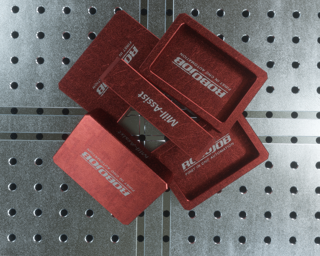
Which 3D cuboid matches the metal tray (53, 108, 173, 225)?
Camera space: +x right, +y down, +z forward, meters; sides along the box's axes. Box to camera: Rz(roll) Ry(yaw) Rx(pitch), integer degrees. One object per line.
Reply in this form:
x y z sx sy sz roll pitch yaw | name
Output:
-0.060 0.050 0.391 0.130 0.030 0.090 42 115 -1 | metal tray

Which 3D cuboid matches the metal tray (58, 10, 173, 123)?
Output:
-0.057 -0.076 0.409 0.090 0.030 0.130 39 90 -1 | metal tray

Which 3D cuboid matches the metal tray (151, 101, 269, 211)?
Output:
0.063 0.035 0.410 0.130 0.030 0.090 -34 90 -1 | metal tray

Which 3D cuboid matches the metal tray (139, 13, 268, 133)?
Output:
0.052 -0.065 0.381 0.130 0.030 0.090 36 90 -1 | metal tray

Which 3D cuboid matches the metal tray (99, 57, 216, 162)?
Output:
-0.002 -0.019 0.350 0.130 0.090 0.030 41 90 -1 | metal tray
